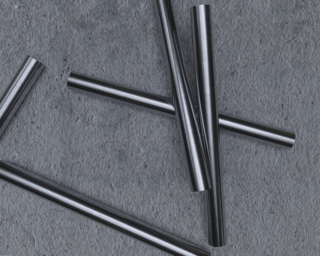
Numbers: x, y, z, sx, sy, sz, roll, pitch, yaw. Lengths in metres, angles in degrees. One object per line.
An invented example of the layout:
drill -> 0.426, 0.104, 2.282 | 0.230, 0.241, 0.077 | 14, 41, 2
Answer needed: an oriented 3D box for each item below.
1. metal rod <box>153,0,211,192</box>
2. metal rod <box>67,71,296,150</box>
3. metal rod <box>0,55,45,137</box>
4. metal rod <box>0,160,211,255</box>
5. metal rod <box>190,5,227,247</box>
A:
metal rod -> 0.022, -0.071, 0.390 | 0.025, 0.025, 0.298 | -11, 82, 0
metal rod -> 0.028, -0.023, 0.409 | 0.302, 0.025, 0.025 | 15, 90, 0
metal rod -> -0.242, 0.037, 0.407 | 0.025, 0.025, 0.299 | 32, 90, 0
metal rod -> -0.076, 0.114, 0.409 | 0.301, 0.025, 0.025 | 24, 90, 0
metal rod -> 0.062, 0.005, 0.387 | 0.025, 0.025, 0.298 | -6, 99, 0
